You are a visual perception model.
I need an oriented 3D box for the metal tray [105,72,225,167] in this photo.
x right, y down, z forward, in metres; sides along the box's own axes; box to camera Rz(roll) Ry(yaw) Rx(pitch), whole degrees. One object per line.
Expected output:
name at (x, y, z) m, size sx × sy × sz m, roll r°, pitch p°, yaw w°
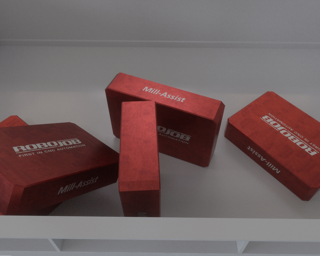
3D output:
metal tray at (0.004, -0.008, 0.369) m, size 0.130 × 0.090 × 0.030 m, roll 18°, pitch 53°, yaw 14°

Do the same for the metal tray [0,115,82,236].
metal tray at (-0.166, 0.048, 0.360) m, size 0.130 × 0.030 × 0.090 m, roll 33°, pitch 57°, yaw 24°

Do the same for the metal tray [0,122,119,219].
metal tray at (-0.109, 0.031, 0.300) m, size 0.090 × 0.030 × 0.131 m, roll 30°, pitch 19°, yaw 25°

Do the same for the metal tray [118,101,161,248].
metal tray at (-0.017, 0.048, 0.296) m, size 0.030 × 0.129 × 0.090 m, roll -2°, pitch 50°, yaw -2°

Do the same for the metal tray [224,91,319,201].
metal tray at (0.159, 0.016, 0.389) m, size 0.091 × 0.030 × 0.130 m, roll -32°, pitch 57°, yaw -24°
